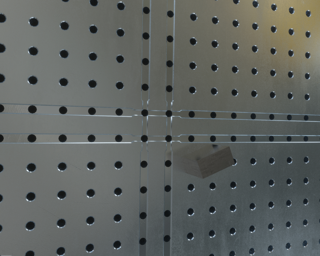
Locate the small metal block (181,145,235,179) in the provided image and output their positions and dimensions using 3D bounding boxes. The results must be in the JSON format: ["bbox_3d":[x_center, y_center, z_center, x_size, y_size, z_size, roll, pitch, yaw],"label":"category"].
[{"bbox_3d":[0.064,0.044,0.423,0.050,0.050,0.025,-21,97,-19],"label":"small metal block"}]
